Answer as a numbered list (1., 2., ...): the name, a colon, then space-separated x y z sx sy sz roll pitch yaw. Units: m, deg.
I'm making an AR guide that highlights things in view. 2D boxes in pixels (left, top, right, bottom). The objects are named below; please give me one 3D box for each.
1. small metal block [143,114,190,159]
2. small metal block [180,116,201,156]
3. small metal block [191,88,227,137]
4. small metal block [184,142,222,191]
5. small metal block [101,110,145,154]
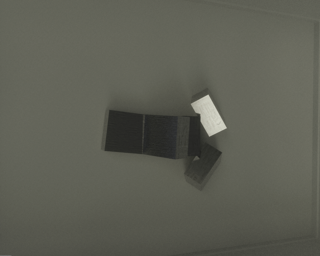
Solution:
1. small metal block: 0.007 0.010 0.380 0.025 0.050 0.050 1 93 -52
2. small metal block: 0.030 0.010 0.408 0.025 0.050 0.050 1 90 -20
3. small metal block: 0.066 -0.023 0.418 0.025 0.050 0.050 -28 102 15
4. small metal block: 0.058 0.053 0.416 0.025 0.050 0.050 32 76 18
5. small metal block: -0.045 0.005 0.392 0.050 0.025 0.050 7 88 -20
